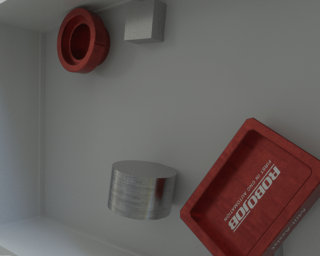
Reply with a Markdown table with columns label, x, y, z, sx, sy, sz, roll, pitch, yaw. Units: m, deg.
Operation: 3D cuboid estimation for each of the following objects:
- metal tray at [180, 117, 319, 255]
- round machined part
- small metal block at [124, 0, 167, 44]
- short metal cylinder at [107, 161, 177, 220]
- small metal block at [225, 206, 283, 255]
| label | x | y | z | sx | sy | sz | roll | pitch | yaw |
| --- | --- | --- | --- | --- | --- | --- | --- | --- | --- |
| metal tray | 0.088 | 0.066 | 0.302 | 0.090 | 0.030 | 0.129 | 42 | 103 | 41 |
| round machined part | -0.117 | -0.134 | 0.489 | 0.098 | 0.042 | 0.097 | 0 | 90 | 39 |
| small metal block | -0.020 | -0.143 | 0.422 | 0.050 | 0.025 | 0.050 | 9 | 96 | 39 |
| short metal cylinder | -0.022 | 0.075 | 0.388 | 0.080 | 0.081 | 0.050 | 13 | 98 | 39 |
| small metal block | 0.098 | 0.110 | 0.325 | 0.050 | 0.025 | 0.050 | -5 | 87 | 39 |
